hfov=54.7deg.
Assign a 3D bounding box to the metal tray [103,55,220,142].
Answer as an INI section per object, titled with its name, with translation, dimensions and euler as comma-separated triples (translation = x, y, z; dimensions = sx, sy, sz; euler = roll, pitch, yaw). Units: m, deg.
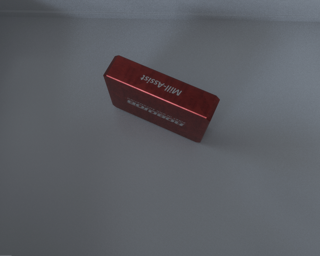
[metal tray]
translation = 0.001, -0.032, 0.383
dimensions = 0.130, 0.090, 0.030
euler = 24, 72, 7
